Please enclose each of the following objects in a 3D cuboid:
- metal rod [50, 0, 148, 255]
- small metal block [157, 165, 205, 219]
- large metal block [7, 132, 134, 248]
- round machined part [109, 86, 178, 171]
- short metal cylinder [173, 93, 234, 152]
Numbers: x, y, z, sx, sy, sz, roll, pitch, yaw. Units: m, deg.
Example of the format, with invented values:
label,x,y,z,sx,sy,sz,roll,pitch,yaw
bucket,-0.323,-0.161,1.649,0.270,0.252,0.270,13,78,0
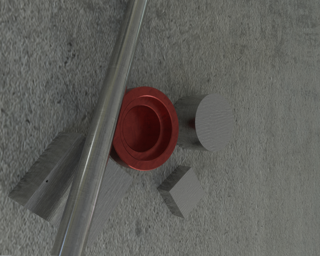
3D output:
label,x,y,z,sx,sy,sz,roll,pitch,yaw
metal rod,-0.050,-0.028,0.314,0.025,0.025,0.300,33,54,-36
small metal block,0.030,0.088,0.433,0.050,0.025,0.050,-42,116,-32
large metal block,-0.088,0.061,0.316,0.080,0.050,0.080,47,62,-30
round machined part,-0.027,0.001,0.373,0.099,0.042,0.097,0,90,-40
short metal cylinder,0.060,-0.008,0.441,0.081,0.050,0.079,0,90,-40
